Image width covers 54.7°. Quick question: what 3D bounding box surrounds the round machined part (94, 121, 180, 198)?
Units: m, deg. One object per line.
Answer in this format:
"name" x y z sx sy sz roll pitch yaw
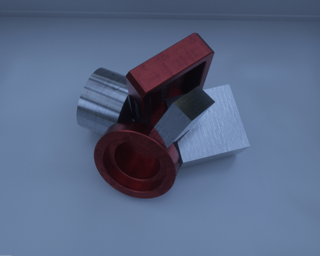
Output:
"round machined part" -0.024 0.033 0.367 0.098 0.097 0.042 19 36 6

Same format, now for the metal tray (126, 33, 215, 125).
"metal tray" 0.010 -0.045 0.369 0.090 0.130 0.030 -33 75 -12

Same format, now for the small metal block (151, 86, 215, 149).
"small metal block" 0.024 -0.012 0.327 0.025 0.050 0.050 46 44 7

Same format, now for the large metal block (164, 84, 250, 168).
"large metal block" 0.055 -0.001 0.388 0.081 0.050 0.080 -13 75 -5

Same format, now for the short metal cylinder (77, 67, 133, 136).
"short metal cylinder" -0.061 -0.030 0.389 0.050 0.080 0.080 21 71 7
